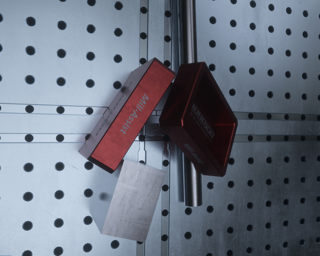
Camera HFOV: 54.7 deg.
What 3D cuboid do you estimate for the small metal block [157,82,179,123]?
[{"bbox_3d":[0.016,-0.031,0.406,0.025,0.050,0.050,-1,90,-20],"label":"small metal block"}]

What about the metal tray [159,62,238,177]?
[{"bbox_3d":[0.055,-0.007,0.386,0.130,0.030,0.090,49,52,-43],"label":"metal tray"}]

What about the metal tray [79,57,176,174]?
[{"bbox_3d":[-0.041,-0.015,0.363,0.030,0.090,0.130,35,78,-17],"label":"metal tray"}]

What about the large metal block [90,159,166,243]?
[{"bbox_3d":[-0.041,0.079,0.369,0.050,0.080,0.080,19,84,-20],"label":"large metal block"}]

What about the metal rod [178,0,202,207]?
[{"bbox_3d":[0.041,-0.043,0.428,0.025,0.025,0.298,-2,91,-20],"label":"metal rod"}]
